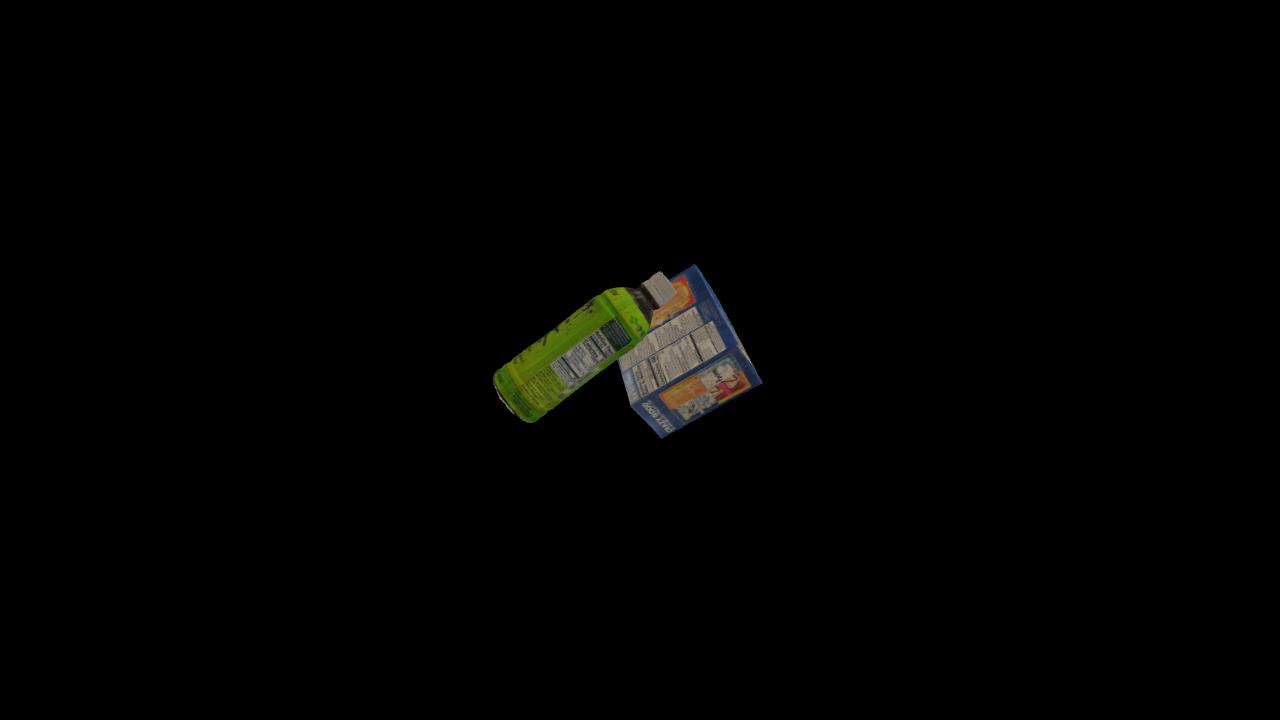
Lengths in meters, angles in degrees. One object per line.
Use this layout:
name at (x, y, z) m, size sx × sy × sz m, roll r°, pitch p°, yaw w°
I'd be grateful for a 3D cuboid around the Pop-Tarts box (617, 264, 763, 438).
Pop-Tarts box at (0.048, -0.013, 0.759) m, size 0.141 × 0.167 × 0.083 m, roll -30°, pitch -49°, yaw 10°

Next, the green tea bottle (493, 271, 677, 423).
green tea bottle at (-0.053, -0.019, 0.653) m, size 0.212 × 0.073 × 0.073 m, roll -35°, pitch -2°, yaw 2°
